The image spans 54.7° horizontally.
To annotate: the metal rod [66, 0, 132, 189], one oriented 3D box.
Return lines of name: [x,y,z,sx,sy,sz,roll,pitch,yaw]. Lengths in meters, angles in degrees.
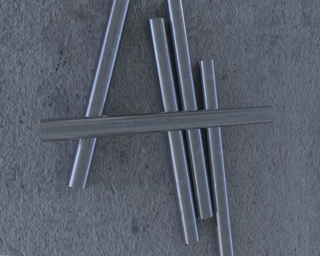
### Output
metal rod: [-0.068,-0.075,0.383,0.025,0.025,0.299,14,85,-20]

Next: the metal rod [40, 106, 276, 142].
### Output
metal rod: [0.014,-0.008,0.385,0.303,0.025,0.025,-5,92,-20]

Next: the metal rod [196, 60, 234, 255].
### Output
metal rod: [0.079,0.056,0.438,0.025,0.025,0.298,-7,93,-20]

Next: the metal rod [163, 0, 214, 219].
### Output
metal rod: [0.040,-0.025,0.423,0.025,0.025,0.298,-10,94,-20]

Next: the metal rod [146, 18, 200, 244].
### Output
metal rod: [0.018,0.007,0.415,0.025,0.025,0.298,-11,94,-20]
